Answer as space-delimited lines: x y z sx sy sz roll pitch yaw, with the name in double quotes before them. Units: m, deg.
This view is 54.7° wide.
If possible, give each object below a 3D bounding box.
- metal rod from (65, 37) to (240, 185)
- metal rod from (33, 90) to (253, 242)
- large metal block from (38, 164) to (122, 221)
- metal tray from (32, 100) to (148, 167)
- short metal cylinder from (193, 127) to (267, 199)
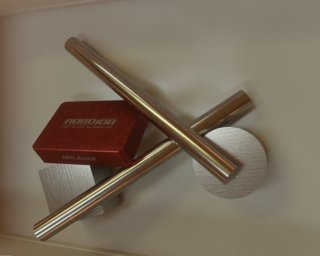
"metal rod" -0.028 -0.037 0.387 0.300 0.025 0.025 40 103 28
"metal rod" -0.022 0.047 0.377 0.301 0.025 0.025 -33 79 2
"large metal block" -0.110 0.083 0.430 0.080 0.050 0.080 -20 84 18
"metal tray" -0.088 0.004 0.407 0.130 0.030 0.090 0 46 21
"short metal cylinder" 0.084 0.038 0.365 0.080 0.050 0.079 0 90 19
